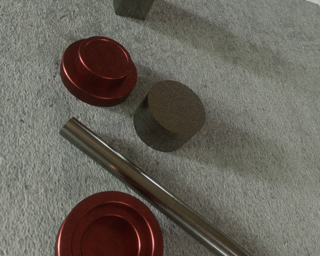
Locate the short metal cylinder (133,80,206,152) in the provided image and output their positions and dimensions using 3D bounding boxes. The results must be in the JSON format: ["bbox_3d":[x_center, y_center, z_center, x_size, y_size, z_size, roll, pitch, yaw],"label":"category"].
[{"bbox_3d":[0.012,-0.015,0.403,0.081,0.050,0.080,14,56,-21],"label":"short metal cylinder"}]

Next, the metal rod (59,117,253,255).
[{"bbox_3d":[0.013,0.090,0.355,0.300,0.025,0.025,38,51,-3],"label":"metal rod"}]

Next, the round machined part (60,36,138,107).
[{"bbox_3d":[-0.075,-0.079,0.401,0.099,0.042,0.098,14,56,-21],"label":"round machined part"}]

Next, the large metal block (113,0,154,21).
[{"bbox_3d":[-0.039,-0.233,0.490,0.050,0.080,0.080,3,61,-27],"label":"large metal block"}]

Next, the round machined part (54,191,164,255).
[{"bbox_3d":[-0.050,0.114,0.296,0.099,0.042,0.098,14,56,-21],"label":"round machined part"}]
